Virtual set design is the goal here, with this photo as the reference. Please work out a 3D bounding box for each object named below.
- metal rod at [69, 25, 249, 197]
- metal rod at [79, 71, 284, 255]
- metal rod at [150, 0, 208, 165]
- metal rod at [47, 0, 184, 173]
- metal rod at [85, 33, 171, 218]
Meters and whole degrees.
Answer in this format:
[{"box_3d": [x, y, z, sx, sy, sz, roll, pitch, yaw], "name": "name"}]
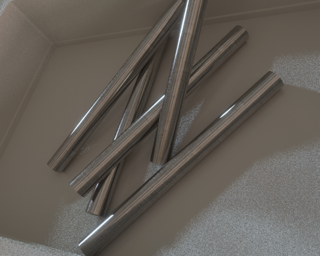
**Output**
[{"box_3d": [0.006, -0.028, 0.399, 0.301, 0.025, 0.025, -44, 51, -10], "name": "metal rod"}, {"box_3d": [0.026, 0.042, 0.365, 0.300, 0.025, 0.025, -42, 51, -1], "name": "metal rod"}, {"box_3d": [0.033, -0.102, 0.367, 0.025, 0.025, 0.298, 16, 96, 34], "name": "metal rod"}, {"box_3d": [-0.061, -0.061, 0.448, 0.025, 0.025, 0.299, 38, 91, 38], "name": "metal rod"}, {"box_3d": [-0.037, -0.025, 0.438, 0.025, 0.025, 0.300, 4, 63, 30], "name": "metal rod"}]
